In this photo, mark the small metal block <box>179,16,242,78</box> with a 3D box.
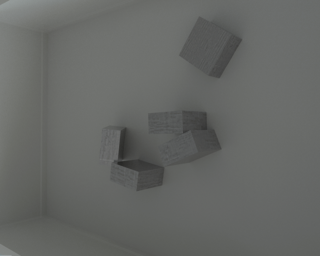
[{"bbox_3d":[0.058,-0.093,0.359,0.050,0.025,0.050,43,116,31],"label":"small metal block"}]

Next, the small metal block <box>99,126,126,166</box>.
[{"bbox_3d":[-0.067,0.024,0.443,0.025,0.050,0.050,6,95,2],"label":"small metal block"}]

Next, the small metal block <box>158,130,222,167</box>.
[{"bbox_3d":[0.035,0.023,0.362,0.050,0.050,0.025,-28,72,36],"label":"small metal block"}]

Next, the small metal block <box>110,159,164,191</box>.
[{"bbox_3d":[-0.031,0.062,0.416,0.050,0.050,0.025,12,98,39],"label":"small metal block"}]

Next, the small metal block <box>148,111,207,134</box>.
[{"bbox_3d":[0.022,-0.006,0.373,0.050,0.050,0.025,-2,89,40],"label":"small metal block"}]
